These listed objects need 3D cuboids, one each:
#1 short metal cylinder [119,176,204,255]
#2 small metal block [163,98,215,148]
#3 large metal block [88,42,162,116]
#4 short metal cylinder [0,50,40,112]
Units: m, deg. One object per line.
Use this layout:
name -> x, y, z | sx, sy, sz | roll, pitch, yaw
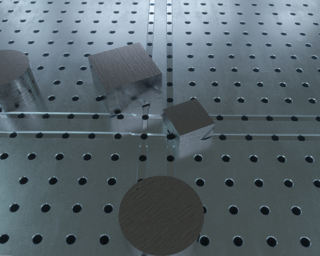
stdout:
short metal cylinder -> 0.001, 0.095, 0.311 | 0.081, 0.050, 0.080 | 0, 50, 0
small metal block -> 0.037, -0.008, 0.414 | 0.050, 0.025, 0.050 | -19, 53, -16
large metal block -> -0.050, -0.073, 0.452 | 0.081, 0.050, 0.080 | -20, 53, -16
short metal cylinder -> -0.223, -0.069, 0.447 | 0.081, 0.050, 0.080 | 0, 50, 0
